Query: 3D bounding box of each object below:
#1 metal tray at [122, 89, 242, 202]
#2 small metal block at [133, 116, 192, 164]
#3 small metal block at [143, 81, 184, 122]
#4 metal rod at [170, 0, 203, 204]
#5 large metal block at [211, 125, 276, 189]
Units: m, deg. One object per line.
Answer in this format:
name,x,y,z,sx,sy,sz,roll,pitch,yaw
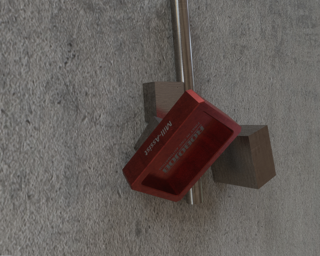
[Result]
metal tray,0.028,0.027,0.377,0.090,0.030,0.130,28,106,-42
small metal block,0.003,0.017,0.394,0.050,0.025,0.050,17,113,-39
small metal block,0.006,-0.035,0.412,0.050,0.025,0.050,-6,94,-40
metal rod,0.038,-0.041,0.438,0.025,0.025,0.298,-8,96,-40
large metal block,0.122,0.041,0.474,0.050,0.080,0.079,-23,105,-38
